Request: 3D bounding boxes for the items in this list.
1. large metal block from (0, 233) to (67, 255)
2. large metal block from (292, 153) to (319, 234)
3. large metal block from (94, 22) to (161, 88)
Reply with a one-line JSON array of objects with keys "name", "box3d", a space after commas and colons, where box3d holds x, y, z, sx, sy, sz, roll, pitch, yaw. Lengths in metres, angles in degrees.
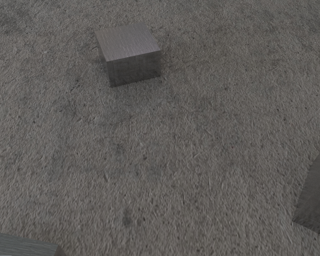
[{"name": "large metal block", "box3d": [-0.135, 0.141, 0.267, 0.080, 0.050, 0.080, 9, 51, 7]}, {"name": "large metal block", "box3d": [0.185, 0.059, 0.319, 0.050, 0.080, 0.080, 25, 54, 19]}, {"name": "large metal block", "box3d": [-0.050, -0.116, 0.484, 0.081, 0.050, 0.080, -15, 52, -13]}]
